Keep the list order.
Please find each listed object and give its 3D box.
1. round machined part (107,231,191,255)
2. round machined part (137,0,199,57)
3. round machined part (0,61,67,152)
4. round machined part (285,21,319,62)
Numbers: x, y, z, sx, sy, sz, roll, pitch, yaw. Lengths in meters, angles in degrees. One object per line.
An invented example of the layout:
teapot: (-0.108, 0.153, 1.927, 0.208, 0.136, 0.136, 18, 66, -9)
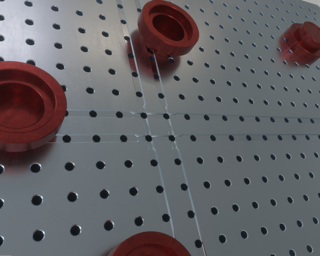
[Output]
round machined part: (-0.013, 0.153, 0.296, 0.099, 0.042, 0.098, 14, 56, -21)
round machined part: (0.010, -0.153, 0.495, 0.099, 0.042, 0.098, 13, 56, -21)
round machined part: (-0.153, -0.019, 0.327, 0.099, 0.042, 0.098, 13, 56, -21)
round machined part: (0.335, -0.200, 0.698, 0.099, 0.042, 0.098, 13, 56, -21)
